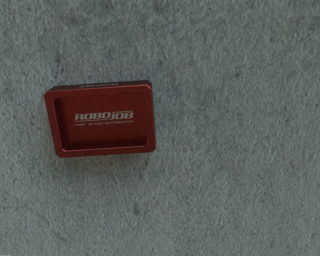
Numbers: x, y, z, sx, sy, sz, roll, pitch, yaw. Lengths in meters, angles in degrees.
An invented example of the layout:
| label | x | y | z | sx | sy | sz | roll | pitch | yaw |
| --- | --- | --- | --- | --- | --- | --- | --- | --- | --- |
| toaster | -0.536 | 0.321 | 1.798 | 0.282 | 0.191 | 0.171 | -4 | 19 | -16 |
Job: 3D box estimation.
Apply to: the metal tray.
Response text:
| label | x | y | z | sx | sy | sz | roll | pitch | yaw |
| --- | --- | --- | --- | --- | --- | --- | --- | --- | --- |
| metal tray | -0.073 | -0.011 | 0.402 | 0.131 | 0.030 | 0.089 | -4 | 110 | 1 |
